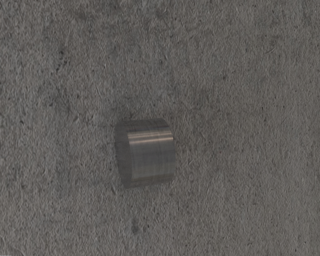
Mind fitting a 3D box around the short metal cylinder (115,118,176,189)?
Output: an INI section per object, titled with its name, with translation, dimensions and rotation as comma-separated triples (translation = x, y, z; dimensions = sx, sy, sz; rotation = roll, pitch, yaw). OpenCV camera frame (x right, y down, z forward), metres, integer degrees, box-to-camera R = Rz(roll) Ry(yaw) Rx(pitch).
[short metal cylinder]
translation = -0.020, 0.030, 0.372
dimensions = 0.050, 0.080, 0.080
rotation = -5, 92, -20
